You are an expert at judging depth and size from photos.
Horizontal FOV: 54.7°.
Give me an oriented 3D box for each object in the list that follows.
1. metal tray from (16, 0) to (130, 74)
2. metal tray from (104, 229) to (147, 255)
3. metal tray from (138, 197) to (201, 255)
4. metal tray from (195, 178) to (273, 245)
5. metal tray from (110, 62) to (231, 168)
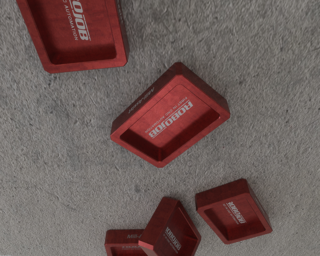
[{"bbox_3d":[-0.086,-0.120,0.300,0.091,0.030,0.129,-5,130,4],"label":"metal tray"},{"bbox_3d":[-0.036,0.235,0.603,0.131,0.030,0.089,-1,130,0],"label":"metal tray"},{"bbox_3d":[0.022,0.189,0.524,0.030,0.090,0.130,5,138,36],"label":"metal tray"},{"bbox_3d":[0.127,0.147,0.529,0.090,0.030,0.130,-24,127,18],"label":"metal tray"},{"bbox_3d":[0.011,-0.010,0.394,0.090,0.030,0.130,35,122,-26],"label":"metal tray"}]
